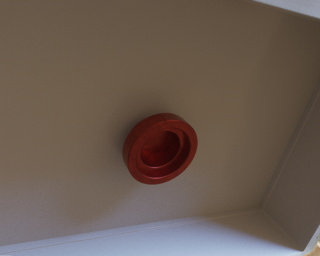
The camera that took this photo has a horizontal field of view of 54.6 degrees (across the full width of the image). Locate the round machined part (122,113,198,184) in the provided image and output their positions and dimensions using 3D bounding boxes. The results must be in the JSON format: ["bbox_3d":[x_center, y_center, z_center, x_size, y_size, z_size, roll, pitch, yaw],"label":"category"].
[{"bbox_3d":[-0.003,0.023,0.409,0.099,0.042,0.097,-14,124,-21],"label":"round machined part"}]
